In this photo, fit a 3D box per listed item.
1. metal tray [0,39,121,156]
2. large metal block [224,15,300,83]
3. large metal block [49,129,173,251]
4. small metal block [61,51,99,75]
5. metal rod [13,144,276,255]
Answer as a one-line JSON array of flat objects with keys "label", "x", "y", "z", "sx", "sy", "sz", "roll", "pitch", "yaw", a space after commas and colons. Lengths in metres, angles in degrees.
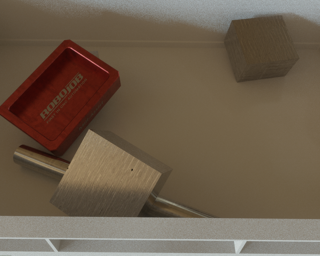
[{"label": "metal tray", "x": -0.124, "y": -0.041, "z": 0.397, "sx": 0.090, "sy": 0.030, "sz": 0.130, "roll": 34, "pitch": 73, "yaw": 8}, {"label": "large metal block", "x": 0.154, "y": -0.122, "z": 0.479, "sx": 0.081, "sy": 0.050, "sz": 0.080, "roll": -8, "pitch": 68, "yaw": -7}, {"label": "large metal block", "x": -0.046, "y": 0.056, "z": 0.306, "sx": 0.080, "sy": 0.050, "sz": 0.080, "roll": 30, "pitch": 94, "yaw": 13}, {"label": "small metal block", "x": -0.114, "y": -0.084, "z": 0.458, "sx": 0.050, "sy": 0.050, "sz": 0.025, "roll": -5, "pitch": 50, "yaw": -5}, {"label": "metal rod", "x": -0.029, "y": 0.076, "z": 0.340, "sx": 0.301, "sy": 0.025, "sz": 0.025, "roll": 18, "pitch": 52, "yaw": 14}]
